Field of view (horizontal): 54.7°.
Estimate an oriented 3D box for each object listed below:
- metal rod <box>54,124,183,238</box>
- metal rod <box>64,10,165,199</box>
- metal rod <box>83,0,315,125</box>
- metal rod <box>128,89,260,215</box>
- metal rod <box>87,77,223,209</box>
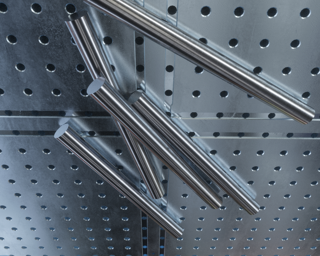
[{"bbox_3d":[-0.049,0.099,0.494,0.025,0.025,0.300,-27,126,20],"label":"metal rod"},{"bbox_3d":[-0.045,-0.004,0.407,0.025,0.025,0.299,-12,129,10],"label":"metal rod"},{"bbox_3d":[0.061,-0.074,0.349,0.302,0.025,0.025,24,126,-20],"label":"metal rod"},{"bbox_3d":[0.064,0.050,0.455,0.025,0.025,0.300,-32,124,24],"label":"metal rod"},{"bbox_3d":[0.012,0.039,0.426,0.025,0.025,0.300,-27,131,20],"label":"metal rod"}]
